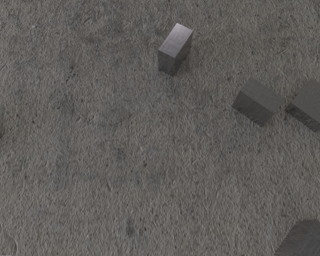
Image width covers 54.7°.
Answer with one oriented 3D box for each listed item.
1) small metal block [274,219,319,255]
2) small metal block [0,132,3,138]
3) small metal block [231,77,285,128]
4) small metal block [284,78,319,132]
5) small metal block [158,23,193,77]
[{"bbox_3d":[0.161,0.132,0.348,0.025,0.050,0.050,40,75,13],"label":"small metal block"},{"bbox_3d":[-0.246,0.001,0.406,0.050,0.025,0.050,-33,73,-11],"label":"small metal block"},{"bbox_3d":[0.127,-0.033,0.407,0.050,0.050,0.025,37,74,12],"label":"small metal block"},{"bbox_3d":[0.208,-0.031,0.421,0.050,0.025,0.050,40,75,13],"label":"small metal block"},{"bbox_3d":[0.021,-0.108,0.434,0.025,0.050,0.050,29,73,10],"label":"small metal block"}]
